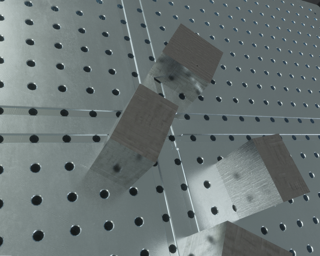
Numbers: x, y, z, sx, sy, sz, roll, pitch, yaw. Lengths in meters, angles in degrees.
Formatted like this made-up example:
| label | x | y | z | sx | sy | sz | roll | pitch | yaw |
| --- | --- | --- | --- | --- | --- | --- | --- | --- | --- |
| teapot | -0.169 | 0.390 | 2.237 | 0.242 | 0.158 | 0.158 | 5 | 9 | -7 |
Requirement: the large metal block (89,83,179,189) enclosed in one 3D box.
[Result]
| label | x | y | z | sx | sy | sz | roll | pitch | yaw |
| --- | --- | --- | --- | --- | --- | --- | --- | --- | --- |
| large metal block | -0.030 | 0.011 | 0.350 | 0.050 | 0.080 | 0.080 | 30 | 52 | -9 |

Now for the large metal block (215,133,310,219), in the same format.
| label | x | y | z | sx | sy | sz | roll | pitch | yaw |
| --- | --- | --- | --- | --- | --- | --- | --- | --- | --- |
| large metal block | 0.129 | 0.063 | 0.403 | 0.050 | 0.080 | 0.080 | -8 | 66 | -32 |

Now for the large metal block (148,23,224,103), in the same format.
| label | x | y | z | sx | sy | sz | roll | pitch | yaw |
| --- | --- | --- | --- | --- | --- | --- | --- | --- | --- |
| large metal block | 0.041 | -0.100 | 0.474 | 0.080 | 0.050 | 0.080 | 33 | 52 | -7 |

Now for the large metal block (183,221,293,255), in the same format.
| label | x | y | z | sx | sy | sz | roll | pitch | yaw |
| --- | --- | --- | --- | --- | --- | --- | --- | --- | --- |
| large metal block | 0.077 | 0.146 | 0.324 | 0.080 | 0.080 | 0.050 | 29 | 52 | -10 |
